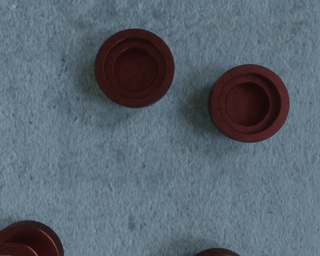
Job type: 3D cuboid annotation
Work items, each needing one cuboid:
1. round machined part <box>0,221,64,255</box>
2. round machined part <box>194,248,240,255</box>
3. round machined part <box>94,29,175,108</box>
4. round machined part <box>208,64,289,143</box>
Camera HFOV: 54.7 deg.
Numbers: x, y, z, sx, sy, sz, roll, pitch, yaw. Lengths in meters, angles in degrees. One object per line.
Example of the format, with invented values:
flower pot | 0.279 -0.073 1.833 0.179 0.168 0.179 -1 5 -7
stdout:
round machined part | -0.179 0.174 0.399 0.099 0.042 0.097 0 90 -1
round machined part | 0.074 0.204 0.403 0.099 0.042 0.097 0 90 -1
round machined part | -0.031 -0.074 0.401 0.099 0.042 0.097 0 90 -1
round machined part | 0.111 -0.031 0.403 0.099 0.042 0.097 0 90 -1
